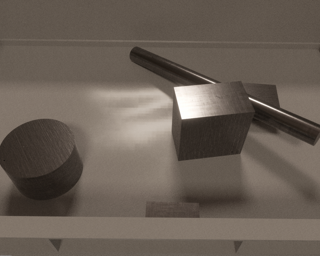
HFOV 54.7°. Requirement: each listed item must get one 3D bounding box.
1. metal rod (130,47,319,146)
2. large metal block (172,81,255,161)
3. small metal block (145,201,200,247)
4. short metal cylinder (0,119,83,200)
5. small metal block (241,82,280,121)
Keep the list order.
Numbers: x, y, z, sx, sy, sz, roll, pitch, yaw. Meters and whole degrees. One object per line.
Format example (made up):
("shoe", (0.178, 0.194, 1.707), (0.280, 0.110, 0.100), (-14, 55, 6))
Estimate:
("metal rod", (0.070, -0.056, 0.429), (0.300, 0.025, 0.025), (31, 56, 31))
("large metal block", (0.059, -0.007, 0.376), (0.081, 0.080, 0.050), (-6, 51, -6))
("small metal block", (0.012, 0.097, 0.308), (0.050, 0.050, 0.025), (2, 50, 1))
("short metal cylinder", (-0.134, 0.036, 0.357), (0.081, 0.050, 0.080), (0, 50, 0))
("small metal block", (0.138, -0.037, 0.438), (0.050, 0.025, 0.050), (5, 50, 3))
